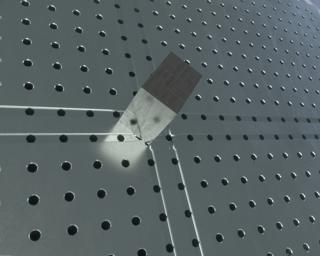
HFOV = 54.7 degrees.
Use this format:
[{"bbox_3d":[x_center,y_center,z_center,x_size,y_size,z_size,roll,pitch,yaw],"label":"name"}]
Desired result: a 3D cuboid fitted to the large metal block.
[{"bbox_3d":[0.000,-0.037,0.397,0.050,0.080,0.080,37,51,-4],"label":"large metal block"}]
